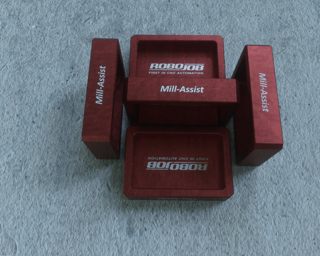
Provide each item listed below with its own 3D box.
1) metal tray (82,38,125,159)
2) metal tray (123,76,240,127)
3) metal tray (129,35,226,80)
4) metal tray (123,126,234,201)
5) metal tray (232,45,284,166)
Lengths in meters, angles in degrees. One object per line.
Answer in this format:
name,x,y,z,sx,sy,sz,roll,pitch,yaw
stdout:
metal tray,-0.066,-0.033,0.387,0.030,0.090,0.130,1,71,0
metal tray,0.025,-0.029,0.387,0.131,0.090,0.030,1,72,0
metal tray,0.024,-0.085,0.438,0.131,0.030,0.090,0,73,0
metal tray,0.022,0.044,0.392,0.131,0.030,0.090,1,69,0
metal tray,0.115,-0.025,0.384,0.030,0.090,0.130,1,70,1
